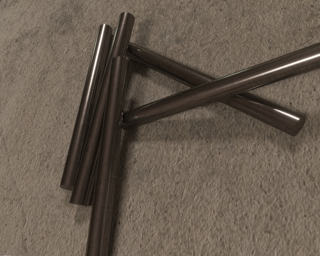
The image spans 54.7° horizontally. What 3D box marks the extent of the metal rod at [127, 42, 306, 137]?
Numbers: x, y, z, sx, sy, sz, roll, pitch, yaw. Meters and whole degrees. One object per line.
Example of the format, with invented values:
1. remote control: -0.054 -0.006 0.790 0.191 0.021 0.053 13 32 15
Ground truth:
1. metal rod: 0.047 -0.066 0.418 0.300 0.025 0.025 33 80 37

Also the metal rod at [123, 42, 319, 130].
1. metal rod: 0.073 -0.046 0.360 0.300 0.025 0.025 -17 55 30

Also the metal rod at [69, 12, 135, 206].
1. metal rod: -0.078 -0.040 0.448 0.025 0.025 0.299 0 67 27

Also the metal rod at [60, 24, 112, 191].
1. metal rod: -0.111 -0.050 0.490 0.025 0.025 0.299 -9 58 23

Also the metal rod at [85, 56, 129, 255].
1. metal rod: -0.065 0.042 0.387 0.025 0.025 0.299 -7 65 24
